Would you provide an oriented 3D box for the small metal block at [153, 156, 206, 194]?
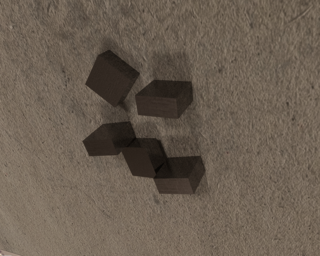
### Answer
[{"bbox_3d":[0.027,0.062,0.414,0.050,0.050,0.025,-6,115,30],"label":"small metal block"}]

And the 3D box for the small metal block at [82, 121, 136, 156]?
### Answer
[{"bbox_3d":[-0.071,0.015,0.435,0.050,0.050,0.025,-5,116,30],"label":"small metal block"}]

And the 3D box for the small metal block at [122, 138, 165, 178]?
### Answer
[{"bbox_3d":[-0.023,0.042,0.437,0.050,0.025,0.050,-1,119,41],"label":"small metal block"}]

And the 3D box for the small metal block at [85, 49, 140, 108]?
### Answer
[{"bbox_3d":[-0.062,-0.063,0.399,0.050,0.025,0.050,38,129,2],"label":"small metal block"}]

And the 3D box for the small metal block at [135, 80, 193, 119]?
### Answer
[{"bbox_3d":[0.006,-0.035,0.365,0.050,0.050,0.025,7,121,24],"label":"small metal block"}]
